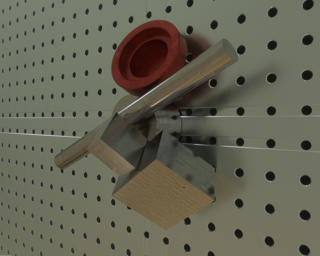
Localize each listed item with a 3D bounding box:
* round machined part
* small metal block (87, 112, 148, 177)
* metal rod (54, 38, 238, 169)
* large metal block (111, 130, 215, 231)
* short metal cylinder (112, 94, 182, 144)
[{"bbox_3d":[-0.009,-0.082,0.389,0.098,0.042,0.098,-14,60,27],"label":"round machined part"},{"bbox_3d":[-0.047,0.018,0.350,0.050,0.050,0.025,42,126,-17],"label":"small metal block"},{"bbox_3d":[-0.040,-0.012,0.375,0.299,0.025,0.025,-30,72,35],"label":"metal rod"},{"bbox_3d":[0.005,0.062,0.357,0.080,0.050,0.080,37,123,-16],"label":"large metal block"},{"bbox_3d":[-0.019,-0.003,0.406,0.080,0.050,0.079,0,90,39],"label":"short metal cylinder"}]
